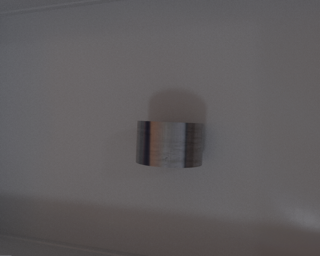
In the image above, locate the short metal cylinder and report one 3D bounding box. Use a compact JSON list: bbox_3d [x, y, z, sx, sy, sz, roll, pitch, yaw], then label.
[{"bbox_3d":[0.012,0.018,0.376,0.080,0.080,0.050,3,91,19],"label":"short metal cylinder"}]
